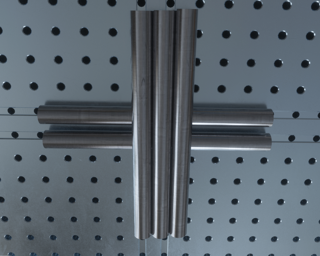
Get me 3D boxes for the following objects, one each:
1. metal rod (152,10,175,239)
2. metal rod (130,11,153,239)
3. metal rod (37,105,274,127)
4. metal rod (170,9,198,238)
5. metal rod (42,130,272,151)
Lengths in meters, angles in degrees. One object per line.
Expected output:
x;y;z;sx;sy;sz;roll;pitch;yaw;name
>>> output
0.002;0.011;0.391;0.025;0.025;0.298;0;110;-1;metal rod
-0.023;0.011;0.391;0.025;0.025;0.298;0;110;-1;metal rod
-0.005;-0.015;0.408;0.302;0.025;0.025;1;110;-1;metal rod
0.028;0.009;0.391;0.025;0.025;0.298;0;110;-1;metal rod
-0.003;0.017;0.420;0.302;0.025;0.025;1;110;-1;metal rod
